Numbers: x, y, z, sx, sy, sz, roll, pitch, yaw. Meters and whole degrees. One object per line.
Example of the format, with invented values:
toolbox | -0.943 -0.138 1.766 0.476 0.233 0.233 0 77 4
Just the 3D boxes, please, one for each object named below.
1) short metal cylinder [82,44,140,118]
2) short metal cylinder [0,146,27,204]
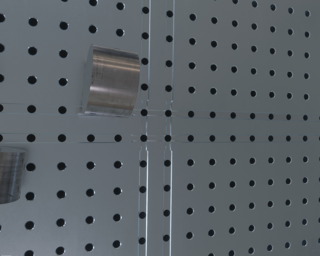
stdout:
short metal cylinder | -0.059 -0.053 0.361 0.050 0.080 0.080 6 88 -20
short metal cylinder | -0.183 0.044 0.316 0.081 0.080 0.050 8 87 -20
